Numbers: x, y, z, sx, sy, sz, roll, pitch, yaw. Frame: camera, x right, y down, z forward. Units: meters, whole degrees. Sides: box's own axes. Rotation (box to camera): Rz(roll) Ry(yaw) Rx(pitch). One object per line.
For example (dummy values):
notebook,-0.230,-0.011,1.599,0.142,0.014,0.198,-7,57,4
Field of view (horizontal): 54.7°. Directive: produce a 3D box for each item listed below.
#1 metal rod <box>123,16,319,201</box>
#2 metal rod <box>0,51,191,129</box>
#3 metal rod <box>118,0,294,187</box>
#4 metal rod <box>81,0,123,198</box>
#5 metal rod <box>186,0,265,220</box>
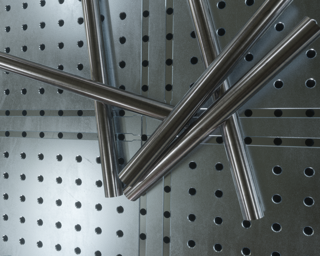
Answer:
metal rod,0.057,-0.006,0.367,0.299,0.025,0.025,-45,76,23
metal rod,-0.103,-0.055,0.416,0.301,0.025,0.025,18,96,7
metal rod,0.051,-0.046,0.365,0.025,0.025,0.299,43,102,14
metal rod,-0.084,-0.053,0.440,0.025,0.025,0.298,-8,87,19
metal rod,0.077,-0.037,0.384,0.025,0.025,0.298,-15,85,19
